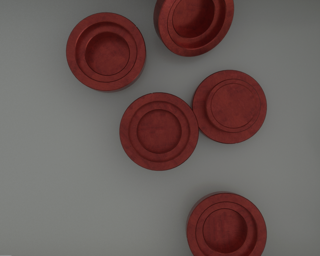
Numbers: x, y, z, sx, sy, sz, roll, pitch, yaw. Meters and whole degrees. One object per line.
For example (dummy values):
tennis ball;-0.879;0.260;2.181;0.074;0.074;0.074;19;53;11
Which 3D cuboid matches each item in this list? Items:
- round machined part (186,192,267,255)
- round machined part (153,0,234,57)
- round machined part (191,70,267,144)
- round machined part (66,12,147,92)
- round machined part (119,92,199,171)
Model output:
round machined part;0.082;0.131;0.401;0.099;0.042;0.097;0;84;1
round machined part;0.038;-0.143;0.387;0.099;0.042;0.097;-12;132;-14
round machined part;0.091;-0.028;0.404;0.099;0.042;0.097;0;90;-1
round machined part;-0.067;-0.094;0.402;0.099;0.042;0.097;0;90;-1
round machined part;-0.001;0.004;0.403;0.099;0.042;0.097;0;90;-1
